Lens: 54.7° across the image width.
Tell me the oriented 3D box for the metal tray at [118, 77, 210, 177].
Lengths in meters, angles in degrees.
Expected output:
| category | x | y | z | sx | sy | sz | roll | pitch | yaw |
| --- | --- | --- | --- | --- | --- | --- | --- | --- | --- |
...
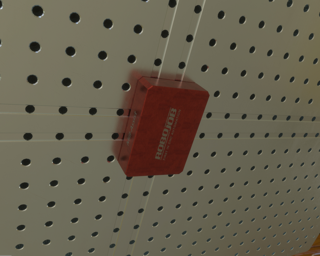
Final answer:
| category | x | y | z | sx | sy | sz | roll | pitch | yaw |
| --- | --- | --- | --- | --- | --- | --- | --- | --- | --- |
| metal tray | 0.003 | 0.002 | 0.412 | 0.091 | 0.030 | 0.129 | 2 | 118 | -30 |
